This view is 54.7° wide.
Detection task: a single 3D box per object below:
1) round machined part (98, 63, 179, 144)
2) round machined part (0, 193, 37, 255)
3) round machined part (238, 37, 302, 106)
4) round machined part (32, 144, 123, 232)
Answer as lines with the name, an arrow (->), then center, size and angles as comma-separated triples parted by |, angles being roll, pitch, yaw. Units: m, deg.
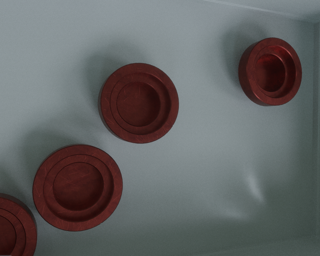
round machined part -> -0.029, -0.030, 0.392 | 0.099, 0.042, 0.097 | 0, 90, -21
round machined part -> -0.185, 0.118, 0.333 | 0.099, 0.042, 0.097 | 0, 90, -21
round machined part -> 0.158, -0.081, 0.461 | 0.099, 0.042, 0.097 | 0, 90, -21
round machined part -> -0.097, 0.067, 0.366 | 0.099, 0.042, 0.097 | 0, 90, -21
